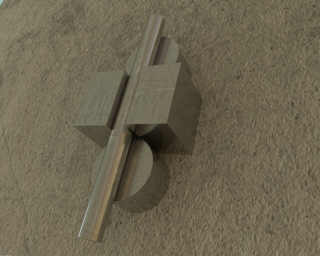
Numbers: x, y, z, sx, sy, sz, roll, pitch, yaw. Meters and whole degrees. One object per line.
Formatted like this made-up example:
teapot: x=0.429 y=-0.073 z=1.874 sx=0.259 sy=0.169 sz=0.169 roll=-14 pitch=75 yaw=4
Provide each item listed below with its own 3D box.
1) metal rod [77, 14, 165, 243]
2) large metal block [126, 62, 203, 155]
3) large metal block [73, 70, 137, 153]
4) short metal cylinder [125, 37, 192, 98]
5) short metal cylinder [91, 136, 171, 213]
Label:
metal rod: x=-0.037 y=-0.020 z=0.372 sx=0.025 sy=0.025 sz=0.300 roll=0 pitch=61 yaw=28
large metal block: x=0.010 y=-0.021 z=0.377 sx=0.050 sy=0.080 sz=0.080 roll=-1 pitch=61 yaw=28
large metal block: x=-0.058 y=-0.019 z=0.412 sx=0.050 sy=0.080 sz=0.080 roll=-1 pitch=61 yaw=28
short metal cylinder: x=-0.001 y=-0.082 z=0.440 sx=0.080 sy=0.050 sz=0.080 roll=-13 pitch=56 yaw=20
short metal cylinder: x=-0.034 y=0.056 z=0.373 sx=0.080 sy=0.050 sz=0.080 roll=-13 pitch=56 yaw=20
